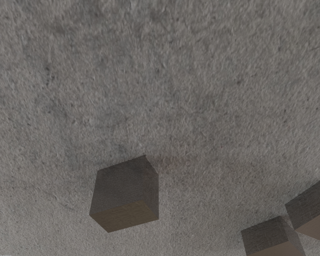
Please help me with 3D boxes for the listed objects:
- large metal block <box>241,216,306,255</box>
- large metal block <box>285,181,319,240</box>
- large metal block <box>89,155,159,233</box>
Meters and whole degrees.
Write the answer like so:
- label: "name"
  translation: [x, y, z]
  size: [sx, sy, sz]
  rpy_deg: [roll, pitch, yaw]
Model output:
- label: "large metal block"
  translation: [0.212, 0.218, 0.580]
  size: [0.080, 0.050, 0.080]
  rpy_deg: [-32, 124, 23]
- label: "large metal block"
  translation: [0.274, 0.140, 0.515]
  size: [0.080, 0.050, 0.080]
  rpy_deg: [25, 126, -20]
- label: "large metal block"
  translation: [-0.049, 0.096, 0.452]
  size: [0.080, 0.080, 0.050]
  rpy_deg: [-19, 128, 15]
